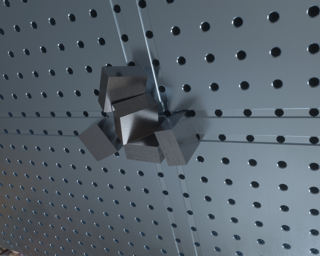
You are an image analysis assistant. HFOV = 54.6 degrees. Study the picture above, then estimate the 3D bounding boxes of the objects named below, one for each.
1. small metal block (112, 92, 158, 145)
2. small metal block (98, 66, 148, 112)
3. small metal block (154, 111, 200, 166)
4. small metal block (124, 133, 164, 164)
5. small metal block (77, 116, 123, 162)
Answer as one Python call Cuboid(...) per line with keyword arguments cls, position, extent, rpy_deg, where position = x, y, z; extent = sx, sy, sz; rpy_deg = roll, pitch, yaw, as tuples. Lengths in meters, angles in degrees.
Cuboid(cls="small metal block", position=(-0.030, -0.012, 0.395), extent=(0.025, 0.050, 0.050), rpy_deg=(54, 156, 37))
Cuboid(cls="small metal block", position=(-0.047, -0.049, 0.387), extent=(0.025, 0.050, 0.050), rpy_deg=(56, 142, 42))
Cuboid(cls="small metal block", position=(0.023, 0.013, 0.391), extent=(0.025, 0.050, 0.050), rpy_deg=(-9, 114, 32))
Cuboid(cls="small metal block", position=(-0.013, 0.020, 0.415), extent=(0.050, 0.050, 0.025), rpy_deg=(4, 121, 26))
Cuboid(cls="small metal block", position=(-0.088, 0.017, 0.469), extent=(0.050, 0.025, 0.050), rpy_deg=(-27, 104, 37))
